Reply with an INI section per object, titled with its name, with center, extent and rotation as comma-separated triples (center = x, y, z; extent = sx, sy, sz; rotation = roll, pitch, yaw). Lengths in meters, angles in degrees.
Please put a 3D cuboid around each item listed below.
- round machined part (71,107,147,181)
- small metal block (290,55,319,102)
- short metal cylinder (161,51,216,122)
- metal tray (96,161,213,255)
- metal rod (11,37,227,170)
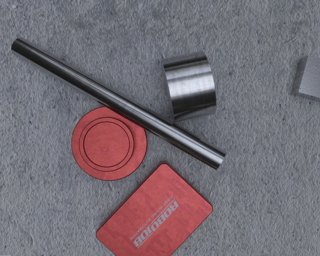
[round machined part]
center = -0.066, 0.020, 0.401
extent = 0.099, 0.042, 0.097
rotation = 0, 90, -1
[small metal block]
center = 0.210, -0.064, 0.413
extent = 0.050, 0.025, 0.050
rotation = 15, 90, -1
[short metal cylinder]
center = 0.034, -0.050, 0.383
extent = 0.050, 0.080, 0.080
rotation = -12, 90, 0
[metal tray]
center = -0.007, 0.119, 0.408
extent = 0.090, 0.030, 0.130
rotation = 43, 90, -1
[metal rod]
center = -0.057, -0.034, 0.386
extent = 0.301, 0.025, 0.025
rotation = 30, 90, 8
